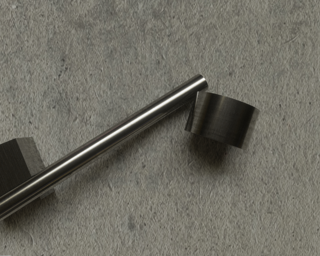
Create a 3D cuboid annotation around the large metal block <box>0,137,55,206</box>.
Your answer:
[{"bbox_3d":[-0.195,0.064,0.395,0.080,0.050,0.080,-22,90,0],"label":"large metal block"}]

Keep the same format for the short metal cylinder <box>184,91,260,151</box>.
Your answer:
[{"bbox_3d":[0.076,-0.008,0.384,0.080,0.080,0.050,18,90,-1],"label":"short metal cylinder"}]

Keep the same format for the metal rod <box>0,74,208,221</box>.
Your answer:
[{"bbox_3d":[-0.067,0.018,0.379,0.301,0.025,0.025,-33,90,-13],"label":"metal rod"}]
